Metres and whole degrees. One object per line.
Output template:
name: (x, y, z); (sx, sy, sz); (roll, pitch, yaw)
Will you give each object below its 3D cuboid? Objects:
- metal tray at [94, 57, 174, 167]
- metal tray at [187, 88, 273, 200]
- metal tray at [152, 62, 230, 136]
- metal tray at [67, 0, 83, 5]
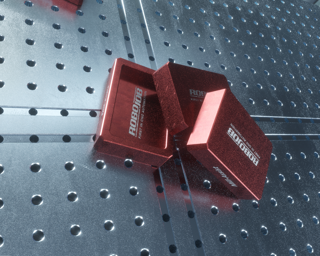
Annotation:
metal tray: (-0.027, -0.023, 0.403); (0.091, 0.030, 0.130); (17, 55, -18)
metal tray: (0.096, 0.024, 0.399); (0.130, 0.030, 0.090); (43, 56, -31)
metal tray: (0.056, -0.036, 0.429); (0.131, 0.030, 0.090); (1, 67, -44)
metal tray: (-0.167, -0.249, 0.466); (0.131, 0.030, 0.090); (20, 54, -16)
